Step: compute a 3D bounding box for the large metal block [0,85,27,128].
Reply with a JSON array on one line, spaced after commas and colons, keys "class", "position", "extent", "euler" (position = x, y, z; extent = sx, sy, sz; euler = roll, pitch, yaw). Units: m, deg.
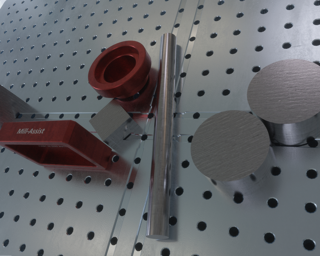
[{"class": "large metal block", "position": [-0.308, -0.041, 0.560], "extent": [0.050, 0.080, 0.080], "euler": [24, 75, 36]}]

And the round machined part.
[{"class": "round machined part", "position": [-0.057, -0.084, 0.476], "extent": [0.098, 0.042, 0.098], "euler": [-14, 52, 19]}]

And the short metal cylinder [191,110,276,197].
[{"class": "short metal cylinder", "position": [0.080, 0.028, 0.333], "extent": [0.080, 0.050, 0.080], "euler": [-13, 57, 21]}]

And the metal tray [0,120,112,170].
[{"class": "metal tray", "position": [-0.145, 0.025, 0.427], "extent": [0.130, 0.090, 0.030], "euler": [-1, 62, 27]}]

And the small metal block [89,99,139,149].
[{"class": "small metal block", "position": [-0.067, -0.007, 0.448], "extent": [0.050, 0.025, 0.050], "euler": [-42, 51, -1]}]

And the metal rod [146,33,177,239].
[{"class": "metal rod", "position": [0.005, -0.011, 0.411], "extent": [0.025, 0.025, 0.299], "euler": [-10, 57, 23]}]

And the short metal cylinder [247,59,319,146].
[{"class": "short metal cylinder", "position": [0.140, -0.027, 0.335], "extent": [0.080, 0.050, 0.080], "euler": [-13, 56, 21]}]
